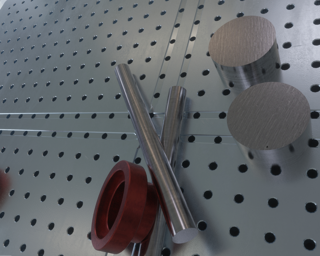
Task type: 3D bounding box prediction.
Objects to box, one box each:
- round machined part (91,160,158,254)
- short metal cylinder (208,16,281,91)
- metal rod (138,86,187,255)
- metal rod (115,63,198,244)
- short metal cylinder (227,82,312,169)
[{"bbox_3d":[-0.037,0.088,0.343,0.097,0.042,0.098,-48,29,39],"label":"round machined part"},{"bbox_3d":[0.108,-0.094,0.393,0.080,0.050,0.080,-13,56,21],"label":"short metal cylinder"},{"bbox_3d":[0.000,0.081,0.358,0.025,0.025,0.300,-4,60,26],"label":"metal rod"},{"bbox_3d":[-0.019,0.003,0.390,0.025,0.025,0.300,-32,44,8],"label":"metal rod"},{"bbox_3d":[0.118,-0.002,0.332,0.080,0.050,0.080,-13,56,21],"label":"short metal cylinder"}]
